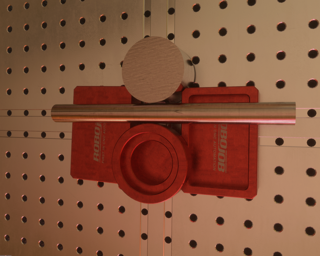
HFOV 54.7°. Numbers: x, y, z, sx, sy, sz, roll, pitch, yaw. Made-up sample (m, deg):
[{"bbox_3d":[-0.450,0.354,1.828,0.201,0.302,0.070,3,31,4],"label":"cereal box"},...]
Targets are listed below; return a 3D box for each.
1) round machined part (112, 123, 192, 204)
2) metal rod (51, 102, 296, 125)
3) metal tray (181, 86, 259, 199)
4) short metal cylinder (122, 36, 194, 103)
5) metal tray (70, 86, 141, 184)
[{"bbox_3d":[-0.007,0.043,0.392,0.098,0.042,0.097,0,90,19],"label":"round machined part"},{"bbox_3d":[0.000,-0.018,0.376,0.301,0.025,0.025,1,91,19],"label":"metal rod"},{"bbox_3d":[0.073,0.016,0.380,0.090,0.030,0.129,1,90,19],"label":"metal tray"},{"bbox_3d":[-0.001,-0.070,0.395,0.080,0.050,0.079,0,90,20],"label":"short metal cylinder"},{"bbox_3d":[-0.076,0.008,0.431,0.090,0.030,0.129,3,91,19],"label":"metal tray"}]
